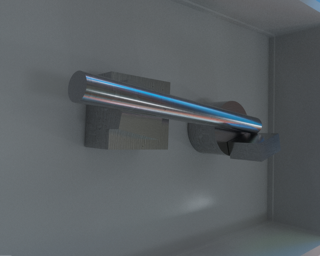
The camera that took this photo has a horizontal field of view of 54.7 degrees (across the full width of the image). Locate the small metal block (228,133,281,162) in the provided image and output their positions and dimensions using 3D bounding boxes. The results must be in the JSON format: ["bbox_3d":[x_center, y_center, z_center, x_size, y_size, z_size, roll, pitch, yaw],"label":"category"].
[{"bbox_3d":[0.133,0.026,0.436,0.050,0.050,0.025,-19,102,-39],"label":"small metal block"}]

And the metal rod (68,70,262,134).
[{"bbox_3d":[0.038,-0.017,0.347,0.302,0.025,0.025,8,85,-48],"label":"metal rod"}]

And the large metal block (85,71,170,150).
[{"bbox_3d":[-0.036,-0.016,0.358,0.081,0.050,0.080,3,88,-40],"label":"large metal block"}]

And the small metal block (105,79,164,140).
[{"bbox_3d":[-0.024,-0.017,0.321,0.050,0.025,0.050,17,79,-39],"label":"small metal block"}]

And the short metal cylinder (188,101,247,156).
[{"bbox_3d":[0.089,0.000,0.465,0.081,0.050,0.079,0,90,-40],"label":"short metal cylinder"}]
